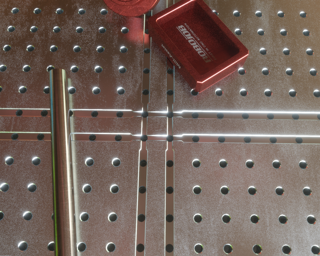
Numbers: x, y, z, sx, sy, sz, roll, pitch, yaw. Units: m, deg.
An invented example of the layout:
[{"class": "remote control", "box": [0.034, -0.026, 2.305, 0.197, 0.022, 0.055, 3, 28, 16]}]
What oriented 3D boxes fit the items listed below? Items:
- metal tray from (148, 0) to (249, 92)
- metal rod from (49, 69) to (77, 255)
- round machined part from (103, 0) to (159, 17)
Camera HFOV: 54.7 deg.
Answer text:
[{"class": "metal tray", "box": [0.053, -0.127, 0.455, 0.090, 0.030, 0.130, -32, 73, -11]}, {"class": "metal rod", "box": [-0.122, 0.061, 0.388, 0.025, 0.025, 0.299, -8, 70, -3]}, {"class": "round machined part", "box": [-0.046, -0.214, 0.452, 0.098, 0.042, 0.097, 4, 111, 11]}]
